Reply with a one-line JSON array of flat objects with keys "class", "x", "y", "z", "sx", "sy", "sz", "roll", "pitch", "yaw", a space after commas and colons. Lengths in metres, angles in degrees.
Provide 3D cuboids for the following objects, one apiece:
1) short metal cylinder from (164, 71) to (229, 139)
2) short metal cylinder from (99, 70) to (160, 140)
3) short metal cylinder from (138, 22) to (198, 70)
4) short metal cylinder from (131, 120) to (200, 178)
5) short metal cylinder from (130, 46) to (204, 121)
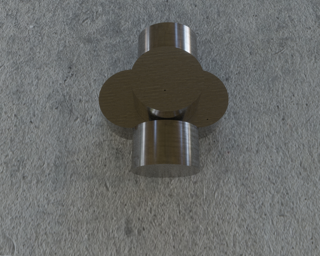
[{"class": "short metal cylinder", "x": 0.045, "y": -0.030, "z": 0.407, "sx": 0.081, "sy": 0.050, "sz": 0.080, "roll": 0, "pitch": 70, "yaw": 0}, {"class": "short metal cylinder", "x": -0.035, "y": -0.029, "z": 0.406, "sx": 0.081, "sy": 0.050, "sz": 0.080, "roll": 0, "pitch": 70, "yaw": 0}, {"class": "short metal cylinder", "x": 0.010, "y": -0.095, "z": 0.416, "sx": 0.081, "sy": 0.080, "sz": 0.050, "roll": 0, "pitch": 70, "yaw": -1}, {"class": "short metal cylinder", "x": 0.007, "y": 0.028, "z": 0.371, "sx": 0.081, "sy": 0.080, "sz": 0.050, "roll": 0, "pitch": 70, "yaw": 0}, {"class": "short metal cylinder", "x": 0.008, "y": -0.046, "z": 0.359, "sx": 0.081, "sy": 0.050, "sz": 0.080, "roll": 0, "pitch": 70, "yaw": 0}]
